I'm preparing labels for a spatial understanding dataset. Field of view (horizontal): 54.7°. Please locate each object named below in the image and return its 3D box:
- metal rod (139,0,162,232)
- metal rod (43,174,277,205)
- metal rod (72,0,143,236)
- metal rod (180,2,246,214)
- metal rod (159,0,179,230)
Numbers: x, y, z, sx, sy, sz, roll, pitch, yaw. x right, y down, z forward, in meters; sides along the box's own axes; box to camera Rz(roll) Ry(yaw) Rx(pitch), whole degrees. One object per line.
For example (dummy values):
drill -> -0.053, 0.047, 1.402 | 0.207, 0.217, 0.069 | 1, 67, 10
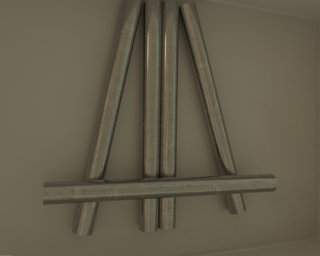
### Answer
metal rod -> -0.012, -0.017, 0.405 | 0.025, 0.025, 0.298 | 1, 90, -20
metal rod -> 0.016, 0.074, 0.387 | 0.302, 0.025, 0.025 | 1, 90, -20
metal rod -> -0.064, -0.019, 0.386 | 0.025, 0.025, 0.298 | 13, 86, -20
metal rod -> 0.075, -0.023, 0.437 | 0.025, 0.025, 0.298 | -17, 96, -19
metal rod -> 0.011, -0.018, 0.413 | 0.025, 0.025, 0.298 | 1, 90, -20
